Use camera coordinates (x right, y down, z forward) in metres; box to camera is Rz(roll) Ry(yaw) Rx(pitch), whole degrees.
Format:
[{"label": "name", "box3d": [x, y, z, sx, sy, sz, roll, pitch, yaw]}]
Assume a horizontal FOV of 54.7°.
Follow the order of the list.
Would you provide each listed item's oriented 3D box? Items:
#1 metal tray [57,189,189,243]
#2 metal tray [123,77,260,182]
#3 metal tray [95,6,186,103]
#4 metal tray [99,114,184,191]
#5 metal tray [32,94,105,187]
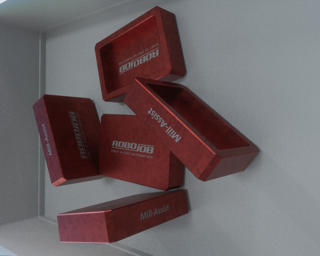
[{"label": "metal tray", "box3d": [-0.039, 0.101, 0.365, 0.090, 0.131, 0.030, -16, 81, 38]}, {"label": "metal tray", "box3d": [0.033, -0.004, 0.333, 0.130, 0.091, 0.030, 45, 118, 30]}, {"label": "metal tray", "box3d": [-0.032, -0.095, 0.426, 0.130, 0.030, 0.090, -17, 79, 38]}, {"label": "metal tray", "box3d": [-0.028, 0.028, 0.421, 0.130, 0.030, 0.089, 5, 93, 39]}, {"label": "metal tray", "box3d": [-0.129, 0.016, 0.466, 0.030, 0.091, 0.129, -30, 72, 35]}]
